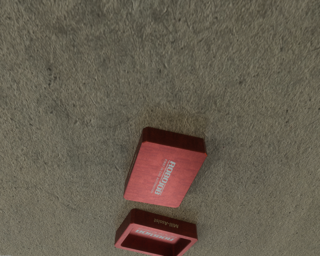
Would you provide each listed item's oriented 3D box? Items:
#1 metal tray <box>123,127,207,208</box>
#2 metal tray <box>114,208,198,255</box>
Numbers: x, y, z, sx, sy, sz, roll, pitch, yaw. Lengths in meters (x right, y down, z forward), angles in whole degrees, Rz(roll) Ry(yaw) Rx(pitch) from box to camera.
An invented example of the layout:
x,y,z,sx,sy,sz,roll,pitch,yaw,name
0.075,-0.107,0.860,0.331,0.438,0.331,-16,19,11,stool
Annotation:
x,y,z,sx,sy,sz,roll,pitch,yaw,name
0.004,0.063,0.457,0.091,0.030,0.129,12,129,-11,metal tray
-0.008,0.200,0.573,0.131,0.030,0.089,19,128,-16,metal tray
